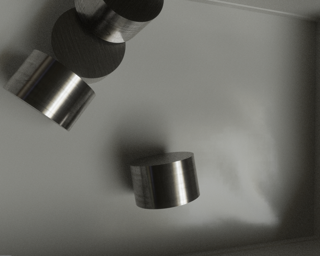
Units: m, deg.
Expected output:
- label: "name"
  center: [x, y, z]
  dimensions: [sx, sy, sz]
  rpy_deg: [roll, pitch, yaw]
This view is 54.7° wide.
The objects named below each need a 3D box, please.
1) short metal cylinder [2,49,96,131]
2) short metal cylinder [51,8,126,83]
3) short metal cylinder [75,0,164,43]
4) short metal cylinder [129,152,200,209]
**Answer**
- label: "short metal cylinder"
  center: [-0.118, -0.039, 0.337]
  dimensions: [0.080, 0.080, 0.050]
  rpy_deg: [37, 78, -17]
- label: "short metal cylinder"
  center: [-0.086, -0.095, 0.365]
  dimensions: [0.081, 0.050, 0.080]
  rpy_deg: [0, 90, -20]
- label: "short metal cylinder"
  center: [-0.043, -0.139, 0.330]
  dimensions: [0.081, 0.050, 0.080]
  rpy_deg: [9, 74, -32]
- label: "short metal cylinder"
  center: [0.006, 0.062, 0.383]
  dimensions: [0.081, 0.080, 0.050]
  rpy_deg: [-10, 94, -20]
